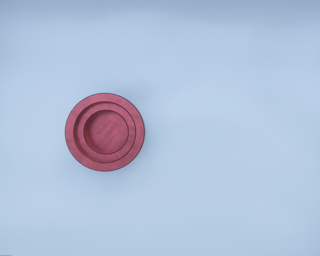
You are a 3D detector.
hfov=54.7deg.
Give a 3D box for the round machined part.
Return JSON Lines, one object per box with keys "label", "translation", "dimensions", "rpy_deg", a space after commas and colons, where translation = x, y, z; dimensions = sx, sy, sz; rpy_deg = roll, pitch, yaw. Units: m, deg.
{"label": "round machined part", "translation": [-0.068, 0.005, 0.402], "dimensions": [0.099, 0.042, 0.097], "rpy_deg": [0, 90, -1]}
